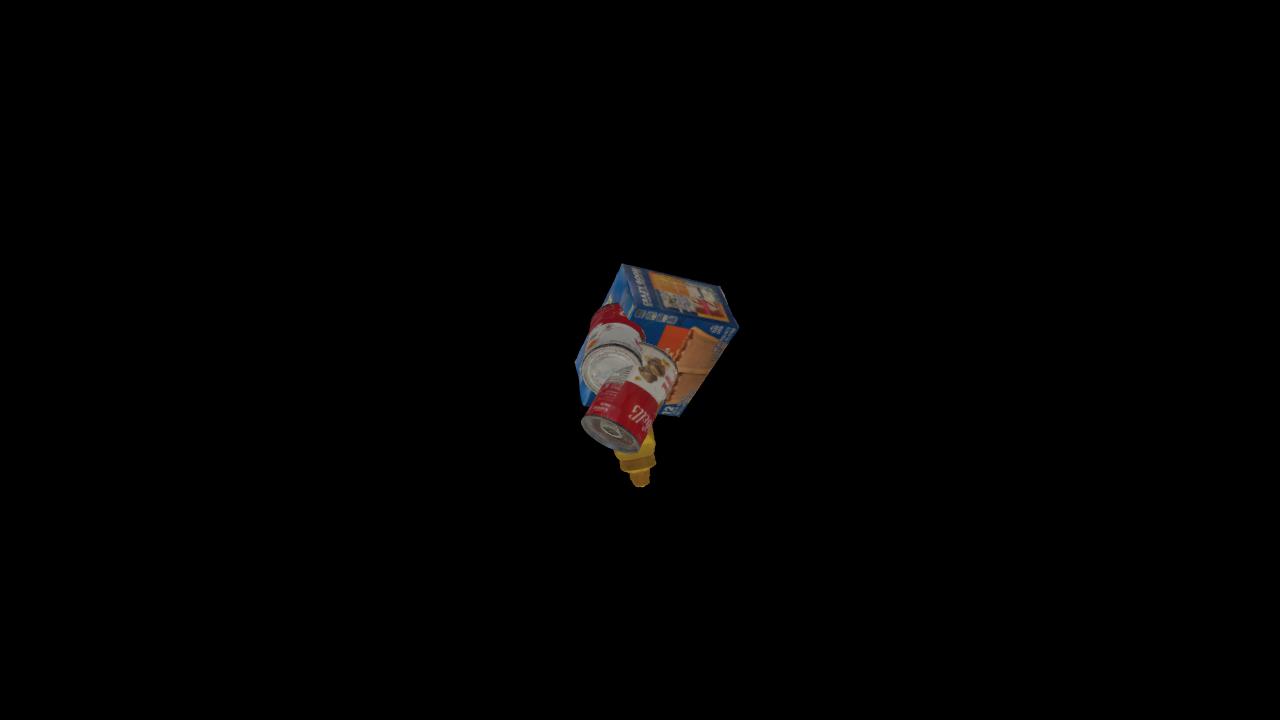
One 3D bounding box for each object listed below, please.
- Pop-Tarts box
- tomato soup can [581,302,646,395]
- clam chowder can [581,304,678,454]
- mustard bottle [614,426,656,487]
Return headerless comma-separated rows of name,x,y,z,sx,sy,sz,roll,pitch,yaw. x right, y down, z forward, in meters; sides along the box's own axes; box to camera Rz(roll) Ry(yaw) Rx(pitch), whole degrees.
Pop-Tarts box,0.016,-0.018,0.766,0.141,0.167,0.083,10,40,-26
tomato soup can,-0.027,-0.012,0.678,0.068,0.068,0.101,0,31,3
clam chowder can,-0.009,0.039,0.651,0.068,0.102,0.068,22,-29,13
mustard bottle,-0.014,0.058,0.721,0.054,0.184,0.092,-11,1,-17
